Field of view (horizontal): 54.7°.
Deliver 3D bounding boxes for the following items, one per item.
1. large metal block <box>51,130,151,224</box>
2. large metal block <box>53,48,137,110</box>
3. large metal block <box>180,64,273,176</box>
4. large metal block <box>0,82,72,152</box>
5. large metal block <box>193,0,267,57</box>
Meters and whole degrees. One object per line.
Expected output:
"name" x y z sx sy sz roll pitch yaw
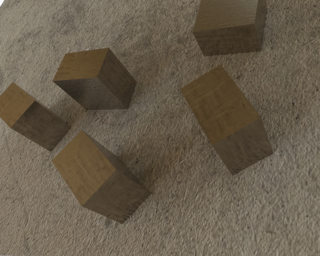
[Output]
"large metal block" -0.068 0.059 0.368 0.050 0.080 0.080 -47 51 -4
"large metal block" -0.094 -0.069 0.460 0.080 0.080 0.050 1 62 28
"large metal block" 0.072 -0.007 0.335 0.050 0.080 0.080 -31 52 8
"large metal block" -0.200 -0.017 0.484 0.080 0.080 0.050 32 80 38
"large metal block" 0.099 -0.150 0.428 0.080 0.050 0.080 1 62 29
